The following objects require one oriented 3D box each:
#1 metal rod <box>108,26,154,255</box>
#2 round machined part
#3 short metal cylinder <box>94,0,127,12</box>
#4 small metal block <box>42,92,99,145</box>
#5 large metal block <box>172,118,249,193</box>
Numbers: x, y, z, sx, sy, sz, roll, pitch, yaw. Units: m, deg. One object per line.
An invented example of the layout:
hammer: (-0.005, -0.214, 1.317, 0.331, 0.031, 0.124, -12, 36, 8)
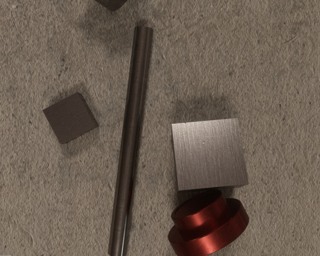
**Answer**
metal rod: (-0.039, 0.017, 0.409, 0.025, 0.025, 0.298, 7, 90, -1)
round machined part: (0.053, 0.109, 0.374, 0.098, 0.098, 0.042, -27, 91, 0)
short metal cylinder: (-0.061, -0.193, 0.382, 0.050, 0.080, 0.080, 34, 90, 0)
small metal block: (-0.117, -0.013, 0.408, 0.050, 0.025, 0.050, -28, 90, -1)
large metal block: (0.058, 0.036, 0.388, 0.081, 0.050, 0.080, -5, 74, -1)
